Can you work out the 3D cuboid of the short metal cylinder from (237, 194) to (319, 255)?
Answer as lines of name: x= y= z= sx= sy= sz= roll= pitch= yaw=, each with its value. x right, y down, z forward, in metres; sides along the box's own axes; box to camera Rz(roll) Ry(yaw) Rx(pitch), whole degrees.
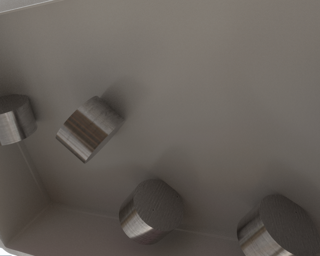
short metal cylinder: x=0.143 y=0.129 z=0.378 sx=0.080 sy=0.080 sz=0.050 roll=33 pitch=129 yaw=6

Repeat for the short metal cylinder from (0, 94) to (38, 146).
short metal cylinder: x=-0.243 y=-0.014 z=0.489 sx=0.080 sy=0.080 sz=0.050 roll=8 pitch=122 yaw=24

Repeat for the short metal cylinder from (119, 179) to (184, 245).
short metal cylinder: x=-0.013 y=0.123 z=0.454 sx=0.080 sy=0.080 sz=0.050 roll=39 pitch=129 yaw=1

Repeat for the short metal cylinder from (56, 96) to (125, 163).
short metal cylinder: x=-0.093 y=0.002 z=0.422 sx=0.050 sy=0.080 sz=0.080 roll=42 pitch=129 yaw=-1
